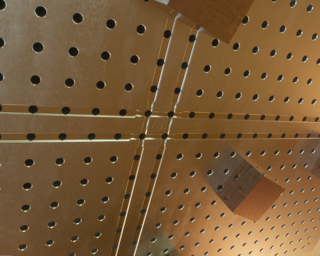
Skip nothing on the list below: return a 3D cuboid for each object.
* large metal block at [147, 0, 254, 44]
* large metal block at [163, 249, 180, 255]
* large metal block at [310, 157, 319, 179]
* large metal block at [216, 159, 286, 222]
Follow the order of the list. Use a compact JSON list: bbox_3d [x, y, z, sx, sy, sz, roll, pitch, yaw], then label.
[{"bbox_3d":[0.032,-0.134,0.310,0.080,0.080,0.050,19,109,-35],"label":"large metal block"},{"bbox_3d":[0.010,0.286,0.576,0.080,0.050,0.080,-22,127,-15],"label":"large metal block"},{"bbox_3d":[0.376,0.077,0.646,0.081,0.050,0.080,11,113,-33],"label":"large metal block"},{"bbox_3d":[0.162,0.113,0.552,0.080,0.050,0.080,30,102,-38],"label":"large metal block"}]
